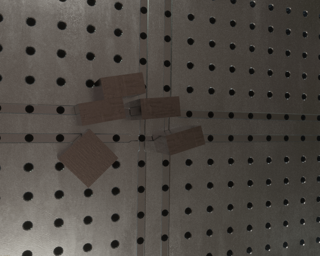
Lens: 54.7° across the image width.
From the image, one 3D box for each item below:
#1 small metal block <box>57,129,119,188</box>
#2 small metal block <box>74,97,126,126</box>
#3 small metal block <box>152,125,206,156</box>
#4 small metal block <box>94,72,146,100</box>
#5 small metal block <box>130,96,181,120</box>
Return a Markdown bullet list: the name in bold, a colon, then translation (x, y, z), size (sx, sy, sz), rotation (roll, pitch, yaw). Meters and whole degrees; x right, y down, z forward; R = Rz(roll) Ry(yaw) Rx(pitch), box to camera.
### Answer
- **small metal block**: translation (-0.089, 0.036, 0.381), size (0.050, 0.025, 0.050), rotation (-46, 105, -15)
- **small metal block**: translation (-0.073, -0.019, 0.373), size (0.050, 0.050, 0.025), rotation (-11, 95, -20)
- **small metal block**: translation (0.024, 0.015, 0.409), size (0.050, 0.050, 0.025), rotation (-16, 96, -20)
- **small metal block**: translation (-0.050, -0.049, 0.381), size (0.050, 0.050, 0.025), rotation (-12, 94, -20)
- **small metal block**: translation (-0.007, -0.025, 0.398), size (0.050, 0.050, 0.025), rotation (-6, 92, -20)
